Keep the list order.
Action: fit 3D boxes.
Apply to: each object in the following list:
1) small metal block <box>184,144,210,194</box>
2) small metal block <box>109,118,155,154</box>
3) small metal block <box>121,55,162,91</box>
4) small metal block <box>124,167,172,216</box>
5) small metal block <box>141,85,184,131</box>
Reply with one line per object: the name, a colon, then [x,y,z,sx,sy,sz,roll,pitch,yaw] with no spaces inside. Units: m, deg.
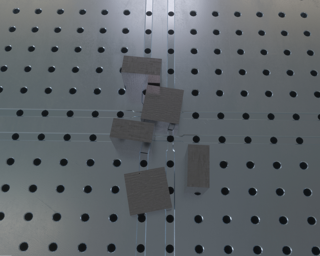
small metal block: [0.044,0.052,0.380,0.025,0.050,0.050,3,70,1]
small metal block: [-0.033,0.011,0.394,0.050,0.050,0.025,8,70,3]
small metal block: [-0.024,-0.073,0.425,0.050,0.050,0.025,5,70,2]
small metal block: [-0.015,0.079,0.383,0.050,0.025,0.050,-10,70,-4]
small metal block: [0.004,-0.028,0.422,0.050,0.025,0.050,9,70,3]
